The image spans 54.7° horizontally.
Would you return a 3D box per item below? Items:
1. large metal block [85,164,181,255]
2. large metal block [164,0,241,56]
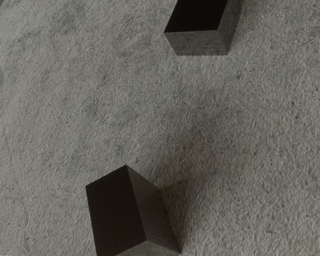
[{"bbox_3d":[-0.027,0.097,0.324,0.050,0.080,0.080,-29,52,10],"label":"large metal block"},{"bbox_3d":[0.063,-0.153,0.448,0.080,0.050,0.080,8,66,31],"label":"large metal block"}]
